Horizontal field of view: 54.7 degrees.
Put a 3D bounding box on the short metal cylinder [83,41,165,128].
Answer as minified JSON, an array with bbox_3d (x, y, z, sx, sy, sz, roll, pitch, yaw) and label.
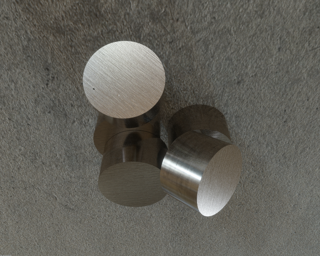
[{"bbox_3d":[-0.035,-0.043,0.327,0.081,0.080,0.050,0,169,-1],"label":"short metal cylinder"}]

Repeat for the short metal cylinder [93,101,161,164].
[{"bbox_3d":[-0.040,0.000,0.391,0.081,0.050,0.079,0,130,0],"label":"short metal cylinder"}]

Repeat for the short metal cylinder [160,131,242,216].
[{"bbox_3d":[0.046,0.048,0.339,0.050,0.080,0.080,21,145,41],"label":"short metal cylinder"}]

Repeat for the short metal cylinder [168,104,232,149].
[{"bbox_3d":[0.051,0.016,0.406,0.081,0.050,0.079,0,130,0],"label":"short metal cylinder"}]

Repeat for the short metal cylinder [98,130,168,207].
[{"bbox_3d":[-0.029,0.049,0.367,0.081,0.050,0.079,0,130,0],"label":"short metal cylinder"}]
